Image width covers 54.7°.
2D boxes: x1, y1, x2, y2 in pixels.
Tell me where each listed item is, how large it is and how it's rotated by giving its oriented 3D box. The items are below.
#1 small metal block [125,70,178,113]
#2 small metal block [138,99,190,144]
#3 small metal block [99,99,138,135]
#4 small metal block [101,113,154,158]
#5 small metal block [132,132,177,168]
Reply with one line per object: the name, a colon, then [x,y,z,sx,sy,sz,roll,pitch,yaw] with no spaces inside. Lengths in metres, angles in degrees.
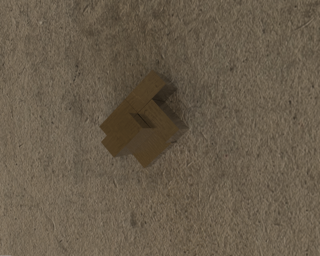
small metal block: [-0.010,-0.044,0.399,0.050,0.050,0.025,-45,76,14]
small metal block: [0.006,-0.008,0.394,0.025,0.050,0.050,-45,77,14]
small metal block: [-0.044,-0.010,0.411,0.050,0.050,0.025,-45,76,14]
small metal block: [-0.036,0.008,0.382,0.050,0.050,0.025,-45,76,14]
small metal block: [-0.015,0.018,0.415,0.050,0.025,0.050,-44,77,14]
